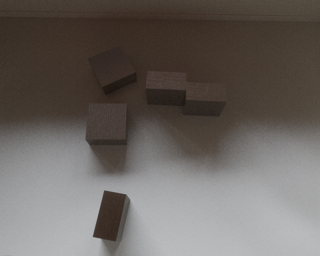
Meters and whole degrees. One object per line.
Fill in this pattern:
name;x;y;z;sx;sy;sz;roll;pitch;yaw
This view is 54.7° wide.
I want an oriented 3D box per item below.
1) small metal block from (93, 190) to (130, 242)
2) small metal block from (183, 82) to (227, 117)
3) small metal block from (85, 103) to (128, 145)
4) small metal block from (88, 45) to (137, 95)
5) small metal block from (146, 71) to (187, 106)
small metal block;-0.054;0.103;0.358;0.025;0.050;0.050;10;70;3
small metal block;0.058;-0.037;0.411;0.050;0.050;0.025;2;70;0
small metal block;-0.069;-0.005;0.411;0.050;0.025;0.050;0;70;-1
small metal block;-0.067;-0.082;0.439;0.050;0.025;0.050;-26;72;-10
small metal block;0.008;-0.052;0.415;0.050;0.050;0.025;3;70;1
